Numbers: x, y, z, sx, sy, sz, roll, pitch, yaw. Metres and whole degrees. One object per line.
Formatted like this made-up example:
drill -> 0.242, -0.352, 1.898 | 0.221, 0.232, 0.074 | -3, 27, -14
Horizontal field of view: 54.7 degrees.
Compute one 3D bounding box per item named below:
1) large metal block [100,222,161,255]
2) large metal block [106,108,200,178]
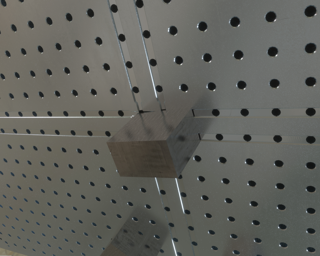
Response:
large metal block -> -0.059, 0.233, 0.568 | 0.080, 0.050, 0.079 | 36, 129, 3
large metal block -> -0.005, 0.018, 0.388 | 0.080, 0.080, 0.050 | -3, 117, 29
